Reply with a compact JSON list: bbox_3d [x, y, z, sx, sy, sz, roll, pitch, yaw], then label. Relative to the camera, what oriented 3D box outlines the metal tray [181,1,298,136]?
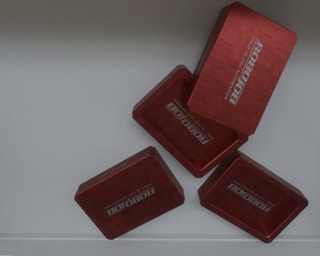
[{"bbox_3d":[0.092,-0.066,0.364,0.091,0.030,0.129,22,94,-14],"label":"metal tray"}]

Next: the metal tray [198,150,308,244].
[{"bbox_3d":[0.132,0.100,0.447,0.130,0.030,0.090,32,107,-12],"label":"metal tray"}]

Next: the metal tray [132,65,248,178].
[{"bbox_3d":[0.040,-0.006,0.406,0.090,0.030,0.130,-42,105,13],"label":"metal tray"}]

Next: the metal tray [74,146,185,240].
[{"bbox_3d":[-0.042,0.095,0.443,0.130,0.030,0.090,-30,108,10],"label":"metal tray"}]
